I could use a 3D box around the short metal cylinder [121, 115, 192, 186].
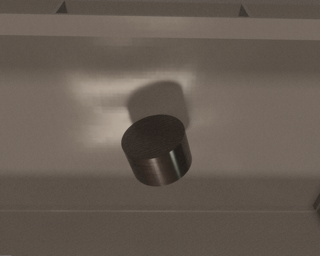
[{"bbox_3d":[-0.003,0.027,0.396,0.080,0.080,0.050,-11,130,8],"label":"short metal cylinder"}]
